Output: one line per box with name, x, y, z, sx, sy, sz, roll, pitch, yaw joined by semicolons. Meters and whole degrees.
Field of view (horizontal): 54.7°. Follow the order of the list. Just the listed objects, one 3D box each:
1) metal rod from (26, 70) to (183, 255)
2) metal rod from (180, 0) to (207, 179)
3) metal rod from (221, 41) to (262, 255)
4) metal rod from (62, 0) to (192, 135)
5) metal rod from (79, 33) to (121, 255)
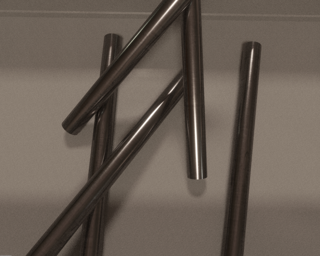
metal rod;-0.044;0.032;0.376;0.025;0.025;0.301;33;65;11
metal rod;0.039;-0.087;0.375;0.025;0.025;0.298;-3;96;-2
metal rod;0.109;0.018;0.404;0.025;0.025;0.299;10;70;3
metal rod;-0.020;-0.102;0.365;0.299;0.025;0.025;-46;75;18
metal rod;-0.075;0.008;0.405;0.025;0.025;0.299;2;70;0
